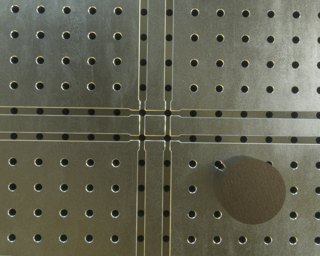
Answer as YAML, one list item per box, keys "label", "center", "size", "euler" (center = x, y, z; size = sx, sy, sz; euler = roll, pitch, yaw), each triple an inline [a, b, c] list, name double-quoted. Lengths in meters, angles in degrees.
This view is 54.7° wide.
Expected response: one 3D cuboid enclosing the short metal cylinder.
- label: "short metal cylinder"
  center: [0.113, 0.078, 0.403]
  size: [0.081, 0.050, 0.079]
  euler: [0, 90, -1]
